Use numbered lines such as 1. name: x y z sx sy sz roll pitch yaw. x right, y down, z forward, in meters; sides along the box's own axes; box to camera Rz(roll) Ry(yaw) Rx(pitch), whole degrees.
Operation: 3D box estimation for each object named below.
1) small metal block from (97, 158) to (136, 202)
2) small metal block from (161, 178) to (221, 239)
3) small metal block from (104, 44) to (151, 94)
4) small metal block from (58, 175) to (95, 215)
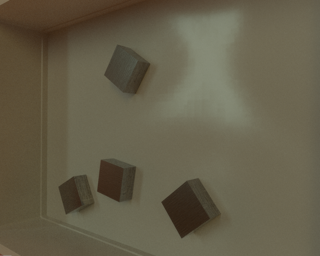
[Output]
1. small metal block: -0.065 0.076 0.461 0.050 0.025 0.050 13 98 39
2. small metal block: 0.037 0.097 0.377 0.050 0.025 0.050 -46 63 30
3. small metal block: -0.048 -0.084 0.447 0.050 0.025 0.050 43 116 31
4. small metal block: -0.142 0.113 0.525 0.050 0.025 0.050 -34 69 35
